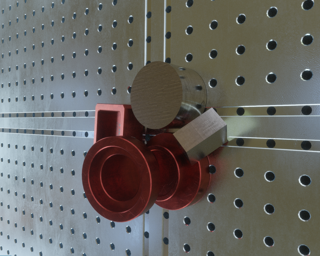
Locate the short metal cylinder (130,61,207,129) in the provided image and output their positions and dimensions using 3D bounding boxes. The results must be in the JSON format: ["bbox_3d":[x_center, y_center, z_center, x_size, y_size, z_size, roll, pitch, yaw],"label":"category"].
[{"bbox_3d":[0.010,-0.039,0.383,0.080,0.050,0.079,0,90,39],"label":"short metal cylinder"}]

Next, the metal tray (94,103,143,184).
[{"bbox_3d":[-0.063,0.031,0.441,0.090,0.030,0.129,8,95,54],"label":"metal tray"}]

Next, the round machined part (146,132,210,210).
[{"bbox_3d":[0.009,0.054,0.388,0.098,0.042,0.097,0,90,39],"label":"round machined part"}]

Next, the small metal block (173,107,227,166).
[{"bbox_3d":[0.046,0.011,0.341,0.050,0.050,0.025,-34,64,-4],"label":"small metal block"}]

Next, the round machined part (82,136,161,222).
[{"bbox_3d":[-0.042,0.058,0.368,0.098,0.042,0.097,1,92,29],"label":"round machined part"}]
